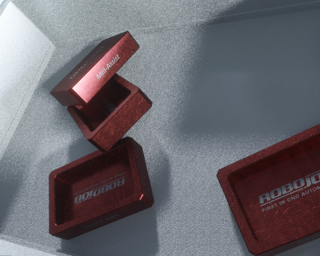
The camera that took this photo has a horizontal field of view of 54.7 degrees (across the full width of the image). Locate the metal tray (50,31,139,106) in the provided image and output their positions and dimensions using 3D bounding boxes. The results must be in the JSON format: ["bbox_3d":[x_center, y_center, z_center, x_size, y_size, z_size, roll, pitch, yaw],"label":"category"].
[{"bbox_3d":[-0.100,-0.090,0.474,0.090,0.030,0.130,5,51,54],"label":"metal tray"}]

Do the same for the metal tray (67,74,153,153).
[{"bbox_3d":[-0.076,-0.030,0.436,0.090,0.030,0.130,-46,35,-4],"label":"metal tray"}]

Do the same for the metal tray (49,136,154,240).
[{"bbox_3d":[-0.079,0.076,0.395,0.130,0.030,0.090,-24,53,12],"label":"metal tray"}]

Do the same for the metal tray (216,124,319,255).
[{"bbox_3d":[0.132,0.058,0.297,0.130,0.030,0.090,-27,53,11],"label":"metal tray"}]
